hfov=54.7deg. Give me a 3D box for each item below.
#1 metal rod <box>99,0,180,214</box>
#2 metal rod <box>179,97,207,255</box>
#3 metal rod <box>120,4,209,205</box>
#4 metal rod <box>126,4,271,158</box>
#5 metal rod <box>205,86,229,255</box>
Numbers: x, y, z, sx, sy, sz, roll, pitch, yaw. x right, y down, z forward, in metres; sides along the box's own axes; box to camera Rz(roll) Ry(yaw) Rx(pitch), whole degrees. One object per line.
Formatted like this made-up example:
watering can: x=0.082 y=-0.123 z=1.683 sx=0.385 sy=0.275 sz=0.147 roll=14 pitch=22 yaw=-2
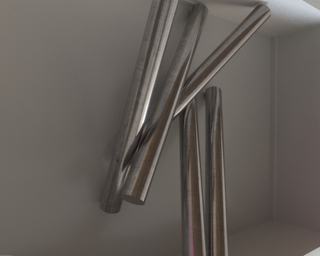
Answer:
metal rod: x=-0.017 y=-0.044 z=0.316 sx=0.025 sy=0.025 sz=0.298 roll=1 pitch=113 yaw=-40
metal rod: x=0.036 y=0.067 z=0.356 sx=0.025 sy=0.025 sz=0.300 roll=31 pitch=46 yaw=-36
metal rod: x=0.016 y=-0.051 z=0.379 sx=0.025 sy=0.025 sz=0.300 roll=42 pitch=53 yaw=-32
metal rod: x=0.054 y=-0.067 z=0.412 sx=0.301 sy=0.025 sz=0.025 roll=-47 pitch=119 yaw=-17
metal rod: x=0.069 y=0.063 z=0.387 sx=0.025 sy=0.025 sz=0.300 roll=37 pitch=43 yaw=-34
